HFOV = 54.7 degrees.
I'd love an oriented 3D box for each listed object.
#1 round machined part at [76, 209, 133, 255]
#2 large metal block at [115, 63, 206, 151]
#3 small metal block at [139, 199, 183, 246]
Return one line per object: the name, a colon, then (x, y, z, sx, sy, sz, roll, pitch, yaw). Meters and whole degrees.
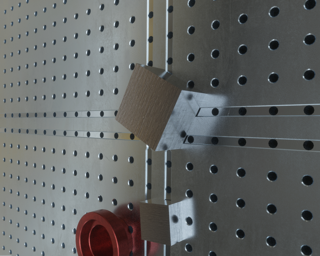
round machined part: (-0.080, 0.171, 0.465, 0.098, 0.042, 0.097, 0, 90, 40)
large metal block: (-0.002, -0.027, 0.395, 0.080, 0.050, 0.079, 36, 112, 34)
small metal block: (0.001, 0.123, 0.409, 0.050, 0.025, 0.050, -5, 87, 40)
